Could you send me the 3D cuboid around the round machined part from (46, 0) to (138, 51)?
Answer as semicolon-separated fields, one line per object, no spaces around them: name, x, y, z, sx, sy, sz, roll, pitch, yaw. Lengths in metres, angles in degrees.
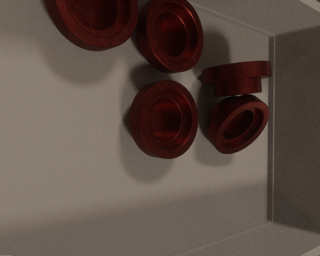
round machined part;-0.075;-0.132;0.334;0.099;0.042;0.097;0;90;-40

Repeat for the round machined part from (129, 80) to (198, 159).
round machined part;0.001;-0.011;0.398;0.099;0.042;0.097;0;90;-40

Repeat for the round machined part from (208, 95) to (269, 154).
round machined part;0.114;-0.010;0.474;0.099;0.042;0.097;-19;135;-20

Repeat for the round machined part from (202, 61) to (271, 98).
round machined part;0.113;-0.069;0.456;0.099;0.098;0.042;-9;95;-40

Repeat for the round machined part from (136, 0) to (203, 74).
round machined part;0.008;-0.119;0.404;0.099;0.042;0.097;0;90;-40
